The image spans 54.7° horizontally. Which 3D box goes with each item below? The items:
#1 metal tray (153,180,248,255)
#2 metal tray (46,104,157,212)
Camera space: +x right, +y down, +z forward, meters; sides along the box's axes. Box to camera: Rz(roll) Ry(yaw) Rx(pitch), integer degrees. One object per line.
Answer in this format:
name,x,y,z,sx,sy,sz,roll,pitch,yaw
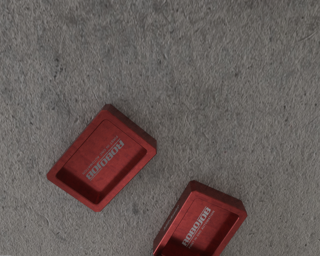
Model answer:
metal tray,0.057,0.151,0.463,0.090,0.030,0.129,25,108,-9
metal tray,-0.078,0.043,0.422,0.090,0.030,0.130,40,105,-14
